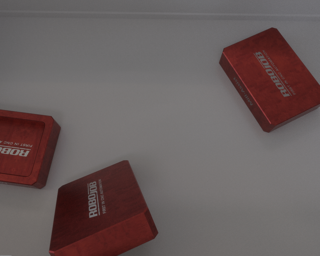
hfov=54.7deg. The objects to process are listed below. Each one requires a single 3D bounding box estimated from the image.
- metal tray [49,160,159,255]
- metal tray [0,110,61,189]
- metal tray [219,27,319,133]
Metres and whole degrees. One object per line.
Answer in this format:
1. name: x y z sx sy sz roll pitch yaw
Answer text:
1. metal tray: -0.062 0.085 0.327 0.091 0.130 0.030 -22 109 -8
2. metal tray: -0.205 0.023 0.396 0.131 0.030 0.090 7 70 2
3. metal tray: 0.155 -0.069 0.433 0.090 0.030 0.130 -25 72 -9
